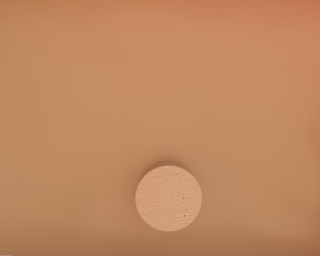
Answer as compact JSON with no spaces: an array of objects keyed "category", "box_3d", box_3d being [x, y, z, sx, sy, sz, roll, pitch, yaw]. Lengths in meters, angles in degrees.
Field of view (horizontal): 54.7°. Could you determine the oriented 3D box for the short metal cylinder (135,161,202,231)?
[{"category":"short metal cylinder","box_3d":[0.011,0.085,0.399,0.081,0.050,0.079,0,90,-1]}]
